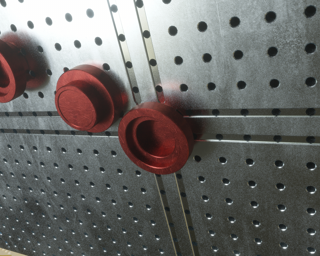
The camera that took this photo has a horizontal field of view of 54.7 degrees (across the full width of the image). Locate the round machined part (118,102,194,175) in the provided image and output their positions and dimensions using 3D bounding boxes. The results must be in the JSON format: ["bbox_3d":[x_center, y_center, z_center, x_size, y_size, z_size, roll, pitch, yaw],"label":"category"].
[{"bbox_3d":[-0.002,0.010,0.406,0.098,0.042,0.097,13,124,20],"label":"round machined part"}]

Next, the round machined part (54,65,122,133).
[{"bbox_3d":[-0.106,-0.035,0.432,0.098,0.042,0.097,13,124,20],"label":"round machined part"}]

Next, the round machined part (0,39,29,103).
[{"bbox_3d":[-0.240,-0.090,0.468,0.098,0.042,0.097,13,124,20],"label":"round machined part"}]
